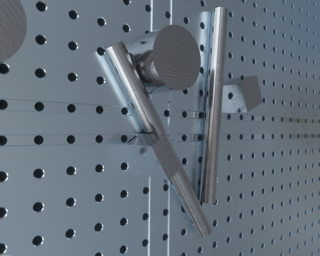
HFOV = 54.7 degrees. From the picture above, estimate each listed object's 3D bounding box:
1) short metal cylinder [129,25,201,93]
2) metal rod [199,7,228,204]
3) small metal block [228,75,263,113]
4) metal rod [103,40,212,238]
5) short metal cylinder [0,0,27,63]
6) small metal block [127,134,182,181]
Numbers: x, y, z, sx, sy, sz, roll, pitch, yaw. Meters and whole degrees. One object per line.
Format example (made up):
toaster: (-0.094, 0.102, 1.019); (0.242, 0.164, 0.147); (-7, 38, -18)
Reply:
short metal cylinder: (0.007, -0.086, 0.398); (0.081, 0.050, 0.079); (-1, 91, -40)
metal rod: (0.083, -0.036, 0.478); (0.025, 0.025, 0.298); (8, 85, -40)
small metal block: (0.148, -0.059, 0.533); (0.050, 0.025, 0.050); (-28, 108, -36)
metal rod: (0.006, 0.029, 0.414); (0.025, 0.025, 0.299); (-39, 114, -33)
short metal cylinder: (-0.161, -0.088, 0.258); (0.081, 0.050, 0.079); (0, 90, -40)
small metal block: (-0.007, 0.035, 0.387); (0.025, 0.050, 0.050); (-40, 115, -33)
